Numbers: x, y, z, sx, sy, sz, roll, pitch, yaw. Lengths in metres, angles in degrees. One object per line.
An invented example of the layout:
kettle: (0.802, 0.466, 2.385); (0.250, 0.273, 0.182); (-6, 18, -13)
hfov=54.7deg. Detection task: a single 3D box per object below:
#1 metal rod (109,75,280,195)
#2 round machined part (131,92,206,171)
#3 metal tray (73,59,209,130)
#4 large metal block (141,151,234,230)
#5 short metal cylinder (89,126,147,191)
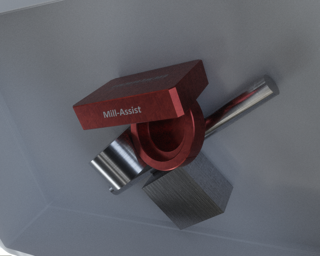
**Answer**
metal rod: (0.021, 0.026, 0.410); (0.025, 0.025, 0.299); (48, 128, -6)
round machined part: (0.014, -0.001, 0.369); (0.098, 0.042, 0.097); (4, 96, 42)
metal tray: (-0.021, -0.037, 0.350); (0.130, 0.090, 0.030); (-7, 115, 30)
large metal block: (0.037, 0.081, 0.418); (0.080, 0.050, 0.080); (48, 129, -6)
short metal cylinder: (-0.049, 0.038, 0.419); (0.050, 0.080, 0.080); (48, 129, -5)
